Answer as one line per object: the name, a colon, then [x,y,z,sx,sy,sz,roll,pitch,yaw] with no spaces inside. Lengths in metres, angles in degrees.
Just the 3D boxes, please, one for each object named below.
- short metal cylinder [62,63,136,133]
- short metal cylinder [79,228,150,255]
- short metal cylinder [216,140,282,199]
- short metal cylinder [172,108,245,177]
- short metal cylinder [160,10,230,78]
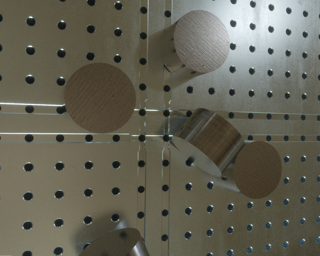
short metal cylinder: [-0.075,-0.034,0.372,0.081,0.050,0.079,0,90,-21]
short metal cylinder: [-0.051,0.163,0.366,0.081,0.080,0.050,-24,99,-19]
short metal cylinder: [0.126,0.057,0.448,0.081,0.050,0.079,0,90,-21]
short metal cylinder: [0.063,0.019,0.408,0.080,0.080,0.050,44,76,-15]
short metal cylinder: [0.046,-0.110,0.417,0.081,0.050,0.079,0,90,-21]
